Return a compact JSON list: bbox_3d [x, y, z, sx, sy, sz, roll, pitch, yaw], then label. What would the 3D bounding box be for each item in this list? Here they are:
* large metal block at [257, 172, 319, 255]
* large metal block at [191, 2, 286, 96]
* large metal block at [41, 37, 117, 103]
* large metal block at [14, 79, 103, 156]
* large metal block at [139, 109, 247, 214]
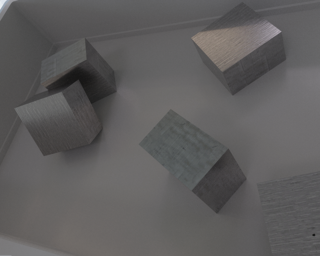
[{"bbox_3d":[0.136,0.085,0.266,0.080,0.050,0.080,-16,55,19],"label":"large metal block"},{"bbox_3d":[0.100,-0.103,0.400,0.080,0.050,0.080,-34,51,5],"label":"large metal block"},{"bbox_3d":[-0.126,-0.081,0.486,0.080,0.080,0.050,-24,53,14],"label":"large metal block"},{"bbox_3d":[-0.142,-0.014,0.445,0.080,0.080,0.050,-15,23,20],"label":"large metal block"},{"bbox_3d":[0.036,0.036,0.329,0.050,0.080,0.080,-48,51,-5],"label":"large metal block"}]
